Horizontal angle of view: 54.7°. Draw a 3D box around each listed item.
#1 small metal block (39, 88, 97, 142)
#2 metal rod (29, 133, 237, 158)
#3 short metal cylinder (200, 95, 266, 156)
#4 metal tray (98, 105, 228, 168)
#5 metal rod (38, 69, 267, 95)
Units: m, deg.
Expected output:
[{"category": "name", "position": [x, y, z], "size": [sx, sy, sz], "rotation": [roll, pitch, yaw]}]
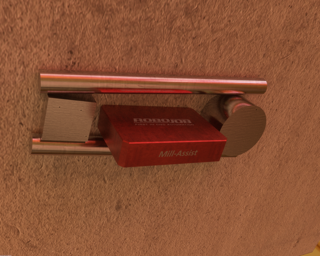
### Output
[{"category": "small metal block", "position": [-0.103, -0.013, 0.344], "size": [0.050, 0.025, 0.050], "rotation": [4, 116, -31]}, {"category": "metal rod", "position": [-0.012, 0.026, 0.418], "size": [0.302, 0.025, 0.025], "rotation": [4, 117, -30]}, {"category": "short metal cylinder", "position": [0.103, -0.007, 0.444], "size": [0.081, 0.050, 0.079], "rotation": [-14, 124, -21]}, {"category": "metal tray", "position": [0.002, 0.006, 0.369], "size": [0.131, 0.090, 0.030], "rotation": [0, 118, -28]}, {"category": "metal rod", "position": [0.012, -0.054, 0.382], "size": [0.303, 0.025, 0.025], "rotation": [-3, 120, -27]}]
